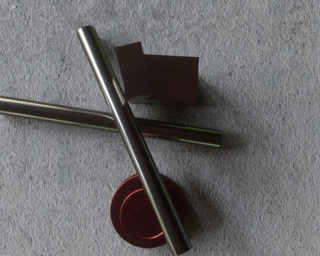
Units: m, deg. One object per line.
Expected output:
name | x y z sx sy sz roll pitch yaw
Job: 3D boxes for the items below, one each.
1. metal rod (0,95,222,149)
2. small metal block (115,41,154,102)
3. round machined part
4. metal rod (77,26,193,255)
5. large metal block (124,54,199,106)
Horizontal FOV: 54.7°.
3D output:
metal rod | -0.070 -0.008 0.409 0.302 0.025 0.025 9 90 -1
small metal block | -0.025 -0.055 0.317 0.025 0.050 0.050 -14 90 0
round machined part | -0.016 0.108 0.401 0.099 0.042 0.097 0 90 -1
metal rod | -0.036 0.007 0.380 0.025 0.025 0.299 -25 80 0
large metal block | 0.002 -0.056 0.383 0.081 0.080 0.050 3 90 -1
